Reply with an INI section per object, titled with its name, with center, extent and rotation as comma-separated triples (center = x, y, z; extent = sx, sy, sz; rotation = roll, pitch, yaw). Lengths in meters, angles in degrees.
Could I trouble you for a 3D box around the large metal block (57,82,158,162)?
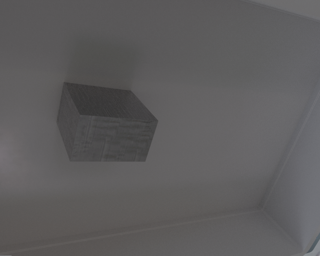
[large metal block]
center = -0.060, -0.007, 0.335
extent = 0.081, 0.080, 0.050
rotation = 4, 117, -30
